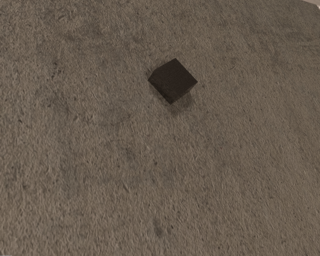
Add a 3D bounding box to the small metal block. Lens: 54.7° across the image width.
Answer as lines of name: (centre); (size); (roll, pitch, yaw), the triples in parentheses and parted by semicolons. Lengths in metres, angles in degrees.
small metal block: (0.019, -0.070, 0.459); (0.050, 0.025, 0.050); (48, 51, 5)
